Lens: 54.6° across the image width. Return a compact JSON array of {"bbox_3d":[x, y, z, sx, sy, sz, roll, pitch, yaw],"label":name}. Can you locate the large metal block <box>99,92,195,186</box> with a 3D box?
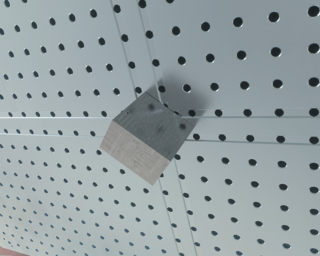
[{"bbox_3d":[-0.014,0.011,0.390,0.080,0.080,0.050,35,129,4],"label":"large metal block"}]
